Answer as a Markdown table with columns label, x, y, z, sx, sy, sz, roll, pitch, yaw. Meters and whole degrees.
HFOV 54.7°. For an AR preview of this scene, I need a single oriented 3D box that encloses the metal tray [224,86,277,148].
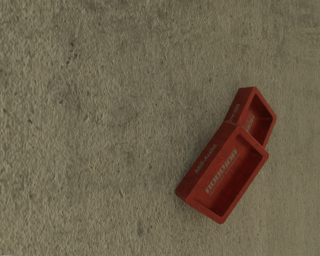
| label | x | y | z | sx | sy | sz | roll | pitch | yaw |
| --- | --- | --- | --- | --- | --- | --- | --- | --- | --- |
| metal tray | 0.146 | 0.006 | 0.523 | 0.090 | 0.030 | 0.130 | 44 | 64 | -31 |

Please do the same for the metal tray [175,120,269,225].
| label | x | y | z | sx | sy | sz | roll | pitch | yaw |
| --- | --- | --- | --- | --- | --- | --- | --- | --- | --- |
| metal tray | 0.093 | 0.066 | 0.453 | 0.090 | 0.030 | 0.130 | 39 | 84 | -32 |
